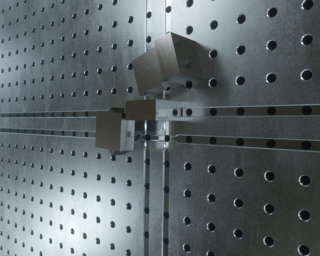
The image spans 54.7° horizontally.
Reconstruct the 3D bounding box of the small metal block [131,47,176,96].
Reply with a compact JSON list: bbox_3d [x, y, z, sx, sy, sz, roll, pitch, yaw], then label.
[{"bbox_3d":[-0.007,-0.075,0.413,0.050,0.025,0.050,-23,76,37],"label":"small metal block"}]

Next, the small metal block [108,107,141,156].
[{"bbox_3d":[-0.063,0.005,0.459,0.050,0.025,0.050,50,119,27],"label":"small metal block"}]

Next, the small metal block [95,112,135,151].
[{"bbox_3d":[-0.062,0.004,0.426,0.050,0.025,0.050,5,93,39],"label":"small metal block"}]

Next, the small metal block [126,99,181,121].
[{"bbox_3d":[-0.008,-0.022,0.398,0.050,0.050,0.025,1,91,39],"label":"small metal block"}]

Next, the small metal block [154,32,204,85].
[{"bbox_3d":[0.024,-0.082,0.372,0.025,0.050,0.050,-19,78,38],"label":"small metal block"}]
